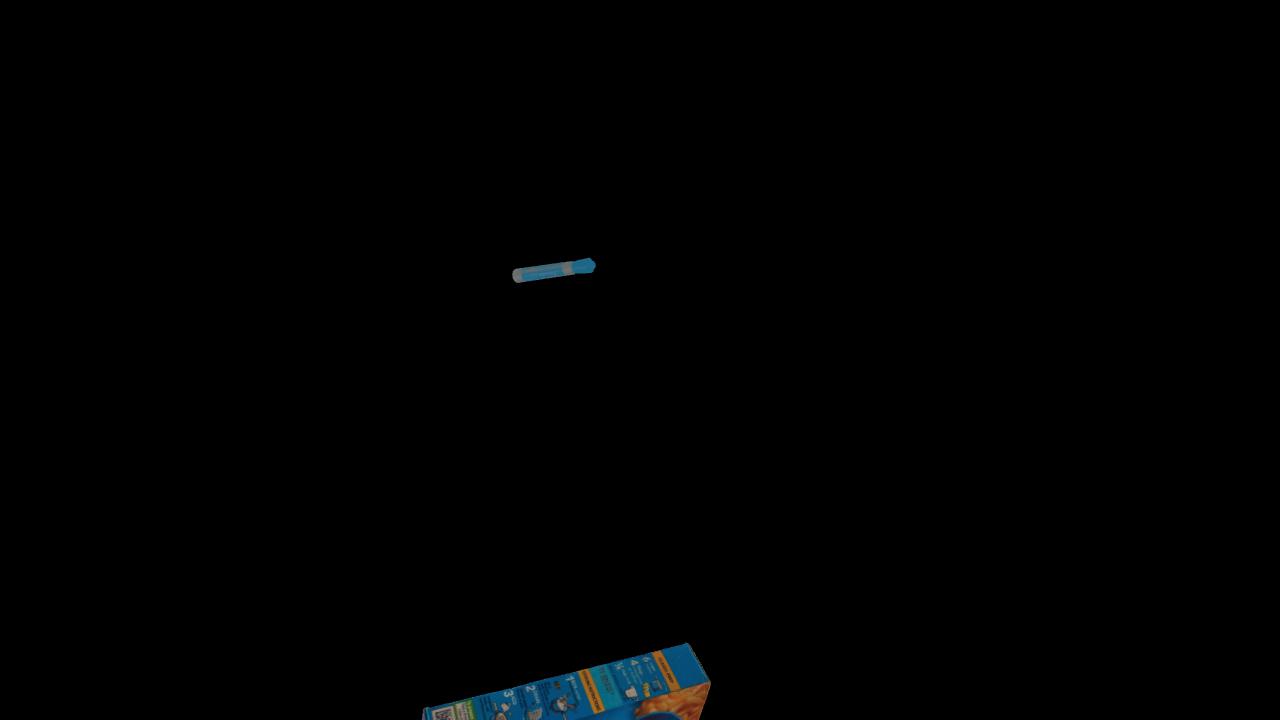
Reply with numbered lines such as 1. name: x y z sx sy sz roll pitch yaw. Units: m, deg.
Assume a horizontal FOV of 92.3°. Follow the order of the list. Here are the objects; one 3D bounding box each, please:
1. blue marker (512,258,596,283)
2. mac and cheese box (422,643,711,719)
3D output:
1. blue marker: -0.110 -0.114 0.784 0.121 0.020 0.020 -3 -2 28
2. mac and cheese box: -0.048 0.251 0.407 0.184 0.093 0.041 -1 26 -27
